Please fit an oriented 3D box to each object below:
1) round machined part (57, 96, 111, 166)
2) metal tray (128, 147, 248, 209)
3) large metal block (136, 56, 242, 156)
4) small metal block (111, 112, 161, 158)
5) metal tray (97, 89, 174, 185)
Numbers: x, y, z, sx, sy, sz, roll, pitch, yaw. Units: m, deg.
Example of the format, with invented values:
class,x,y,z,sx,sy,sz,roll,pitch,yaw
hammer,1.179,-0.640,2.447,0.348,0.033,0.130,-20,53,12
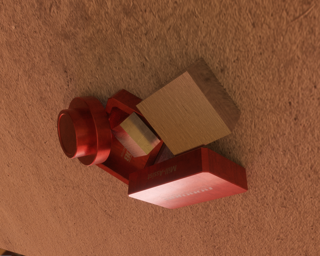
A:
class,x,y,z,sx,sy,sz,roll,pitch,yaw
round machined part,-0.111,0.006,0.432,0.098,0.042,0.097,17,112,49
metal tray,0.033,0.070,0.401,0.130,0.030,0.090,-25,141,37
large metal block,0.034,-0.022,0.361,0.080,0.050,0.080,-30,102,38
small metal block,-0.034,0.010,0.403,0.050,0.025,0.050,48,157,-9
metal tray,-0.041,0.021,0.439,0.090,0.030,0.129,30,128,8
